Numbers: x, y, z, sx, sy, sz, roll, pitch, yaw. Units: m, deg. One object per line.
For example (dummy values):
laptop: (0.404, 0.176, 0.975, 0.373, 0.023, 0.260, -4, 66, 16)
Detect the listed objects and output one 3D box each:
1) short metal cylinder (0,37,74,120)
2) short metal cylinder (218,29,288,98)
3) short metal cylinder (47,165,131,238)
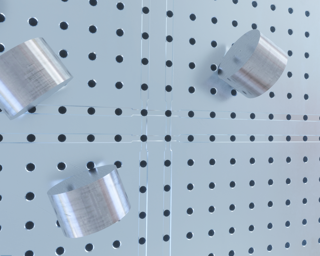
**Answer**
short metal cylinder: (-0.142, -0.052, 0.331, 0.080, 0.080, 0.050, -39, 103, -16)
short metal cylinder: (0.127, -0.088, 0.430, 0.050, 0.080, 0.080, 32, 80, -18)
short metal cylinder: (-0.080, 0.081, 0.354, 0.081, 0.080, 0.050, -21, 97, -19)
